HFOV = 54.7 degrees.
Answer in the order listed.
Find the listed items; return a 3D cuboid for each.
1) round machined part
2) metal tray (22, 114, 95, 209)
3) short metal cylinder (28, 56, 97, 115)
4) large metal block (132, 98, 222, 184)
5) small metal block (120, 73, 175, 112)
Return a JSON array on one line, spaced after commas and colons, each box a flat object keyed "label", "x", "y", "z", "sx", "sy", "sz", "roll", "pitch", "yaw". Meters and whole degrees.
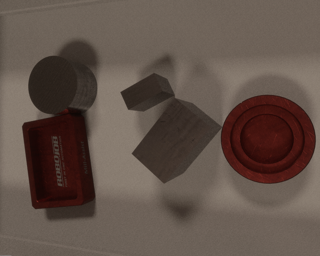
[{"label": "round machined part", "x": 0.123, "y": 0.012, "z": 0.358, "sx": 0.098, "sy": 0.042, "sz": 0.097, "roll": 0, "pitch": 90, "yaw": 19}, {"label": "metal tray", "x": -0.151, "y": 0.049, "z": 0.459, "sx": 0.090, "sy": 0.030, "sz": 0.129, "roll": -10, "pitch": 87, "yaw": 19}, {"label": "short metal cylinder", "x": -0.138, "y": -0.059, "z": 0.444, "sx": 0.080, "sy": 0.050, "sz": 0.079, "roll": 0, "pitch": 90, "yaw": 19}, {"label": "large metal block", "x": 0.024, "y": 0.014, "z": 0.372, "sx": 0.050, "sy": 0.080, "sz": 0.080, "roll": 41, "pitch": 103, "yaw": 15}, {"label": "small metal block", "x": -0.015, "y": -0.045, "z": 0.402, "sx": 0.050, "sy": 0.050, "sz": 0.025, "roll": -27, "pitch": 81, "yaw": 18}]
